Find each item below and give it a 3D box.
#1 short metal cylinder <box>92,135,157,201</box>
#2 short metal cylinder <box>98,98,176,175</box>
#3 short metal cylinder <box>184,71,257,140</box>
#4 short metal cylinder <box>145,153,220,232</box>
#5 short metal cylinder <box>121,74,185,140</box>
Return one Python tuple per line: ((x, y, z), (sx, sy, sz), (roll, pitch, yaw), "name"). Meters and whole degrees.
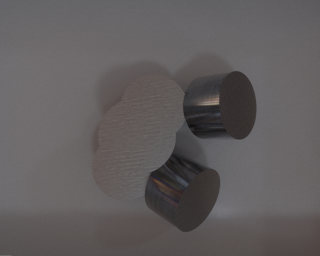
((-0.042, 0.047, 0.397), (0.081, 0.050, 0.079), (0, 90, -1), "short metal cylinder")
((-0.024, 0.008, 0.346), (0.081, 0.050, 0.079), (0, 90, -1), "short metal cylinder")
((0.075, -0.026, 0.378), (0.081, 0.050, 0.079), (2, 88, -44), "short metal cylinder")
((0.028, 0.077, 0.376), (0.050, 0.080, 0.080), (24, 90, 40), "short metal cylinder")
((-0.007, -0.025, 0.397), (0.081, 0.050, 0.079), (0, 90, -1), "short metal cylinder")
